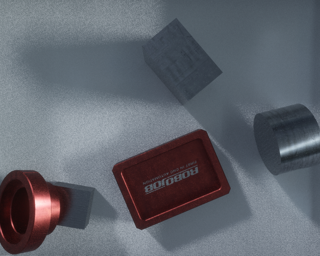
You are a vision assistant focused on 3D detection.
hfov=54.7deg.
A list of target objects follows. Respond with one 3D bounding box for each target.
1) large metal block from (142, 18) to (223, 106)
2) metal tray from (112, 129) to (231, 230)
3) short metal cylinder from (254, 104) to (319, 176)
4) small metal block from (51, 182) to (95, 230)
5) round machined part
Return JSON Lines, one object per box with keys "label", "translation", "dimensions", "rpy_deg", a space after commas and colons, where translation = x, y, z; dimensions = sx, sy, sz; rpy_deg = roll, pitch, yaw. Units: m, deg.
{"label": "large metal block", "translation": [0.025, -0.076, 0.384], "dimensions": [0.050, 0.080, 0.080], "rpy_deg": [-40, 91, 0]}
{"label": "metal tray", "translation": [0.015, 0.066, 0.409], "dimensions": [0.131, 0.030, 0.090], "rpy_deg": [-23, 90, -1]}
{"label": "short metal cylinder", "translation": [0.157, 0.014, 0.386], "dimensions": [0.050, 0.080, 0.080], "rpy_deg": [-14, 90, 0]}
{"label": "small metal block", "translation": [-0.118, 0.102, 0.410], "dimensions": [0.050, 0.025, 0.050], "rpy_deg": [10, 90, -1]}
{"label": "round machined part", "translation": [-0.161, 0.101, 0.384], "dimensions": [0.098, 0.042, 0.097], "rpy_deg": [-7, 79, 39]}
